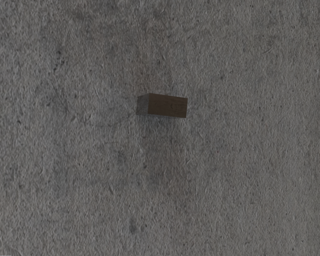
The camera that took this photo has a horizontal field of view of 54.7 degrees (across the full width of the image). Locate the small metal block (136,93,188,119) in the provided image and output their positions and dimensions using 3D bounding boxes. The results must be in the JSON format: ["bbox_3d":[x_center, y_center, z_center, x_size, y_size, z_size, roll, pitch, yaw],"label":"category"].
[{"bbox_3d":[0.001,-0.027,0.398,0.050,0.050,0.025,6,88,-20],"label":"small metal block"}]
